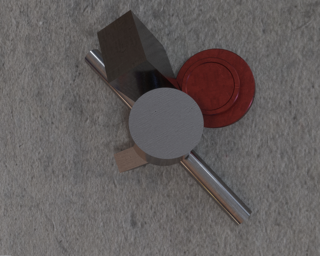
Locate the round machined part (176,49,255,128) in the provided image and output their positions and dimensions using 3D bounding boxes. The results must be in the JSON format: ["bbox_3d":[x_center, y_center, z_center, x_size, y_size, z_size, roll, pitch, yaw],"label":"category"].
[{"bbox_3d":[0.064,-0.048,0.377,0.098,0.042,0.097,0,90,19],"label":"round machined part"}]

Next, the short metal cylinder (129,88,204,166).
[{"bbox_3d":[0.005,0.000,0.355,0.081,0.050,0.080,1,74,-4],"label":"short metal cylinder"}]

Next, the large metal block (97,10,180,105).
[{"bbox_3d":[-0.025,-0.079,0.378,0.050,0.080,0.080,-28,59,19],"label":"large metal block"}]

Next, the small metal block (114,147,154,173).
[{"bbox_3d":[-0.024,0.036,0.405,0.050,0.050,0.025,-22,82,18],"label":"small metal block"}]

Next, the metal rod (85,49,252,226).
[{"bbox_3d":[0.002,0.003,0.409,0.025,0.025,0.300,-47,76,14],"label":"metal rod"}]
